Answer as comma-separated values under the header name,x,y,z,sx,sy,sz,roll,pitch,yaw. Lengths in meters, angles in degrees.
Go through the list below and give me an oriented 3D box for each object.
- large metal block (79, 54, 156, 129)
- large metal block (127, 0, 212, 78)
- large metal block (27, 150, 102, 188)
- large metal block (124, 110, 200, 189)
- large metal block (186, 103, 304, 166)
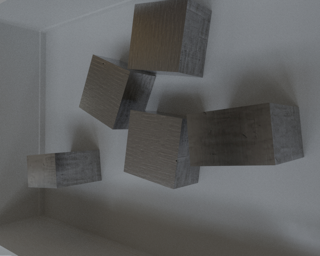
name,x,y,z,sx,sy,sz,roll,pitch,yaw
large metal block,-0.062,-0.051,0.439,0.080,0.050,0.079,30,109,35
large metal block,0.011,-0.107,0.380,0.080,0.050,0.079,12,98,39
large metal block,-0.152,0.064,0.494,0.080,0.081,0.050,-8,85,39
large metal block,0.005,0.023,0.385,0.080,0.050,0.079,12,97,39
large metal block,0.084,0.008,0.301,0.080,0.081,0.050,-7,86,39
